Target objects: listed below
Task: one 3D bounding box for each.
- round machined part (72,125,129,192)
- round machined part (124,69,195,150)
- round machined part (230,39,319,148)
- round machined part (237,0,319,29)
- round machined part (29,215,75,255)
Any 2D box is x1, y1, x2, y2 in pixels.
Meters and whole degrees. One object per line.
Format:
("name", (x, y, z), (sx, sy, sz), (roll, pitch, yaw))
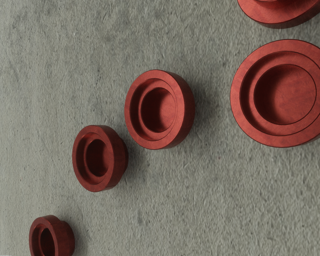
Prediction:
("round machined part", (-0.085, 0.044, 0.465), (0.098, 0.042, 0.097), (0, 90, 40))
("round machined part", (0.004, -0.022, 0.391), (0.098, 0.042, 0.097), (0, 90, 40))
("round machined part", (0.121, -0.031, 0.294), (0.098, 0.042, 0.097), (0, 90, 40))
("round machined part", (0.117, -0.150, 0.297), (0.098, 0.042, 0.097), (0, 90, 40))
("round machined part", (-0.188, 0.203, 0.550), (0.098, 0.042, 0.097), (0, 90, 40))
